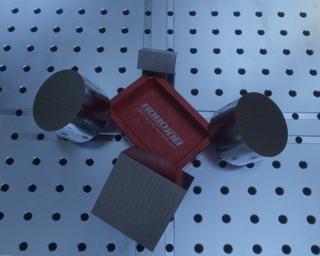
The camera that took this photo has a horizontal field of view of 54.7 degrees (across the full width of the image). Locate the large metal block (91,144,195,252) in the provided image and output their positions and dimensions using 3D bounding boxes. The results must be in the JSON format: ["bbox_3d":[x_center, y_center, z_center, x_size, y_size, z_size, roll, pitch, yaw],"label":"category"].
[{"bbox_3d":[-0.018,0.076,0.352,0.080,0.050,0.080,29,103,10],"label":"large metal block"}]

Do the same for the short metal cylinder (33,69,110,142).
[{"bbox_3d":[-0.111,-0.027,0.391,0.080,0.050,0.080,-9,69,24],"label":"short metal cylinder"}]

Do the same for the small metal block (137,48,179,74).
[{"bbox_3d":[-0.002,-0.094,0.430,0.050,0.050,0.025,8,108,3],"label":"small metal block"}]

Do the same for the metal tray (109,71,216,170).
[{"bbox_3d":[0.000,-0.005,0.410,0.090,0.030,0.130,-40,75,-13],"label":"metal tray"}]

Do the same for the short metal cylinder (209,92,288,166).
[{"bbox_3d":[0.108,0.002,0.382,0.081,0.050,0.080,10,68,-25],"label":"short metal cylinder"}]
